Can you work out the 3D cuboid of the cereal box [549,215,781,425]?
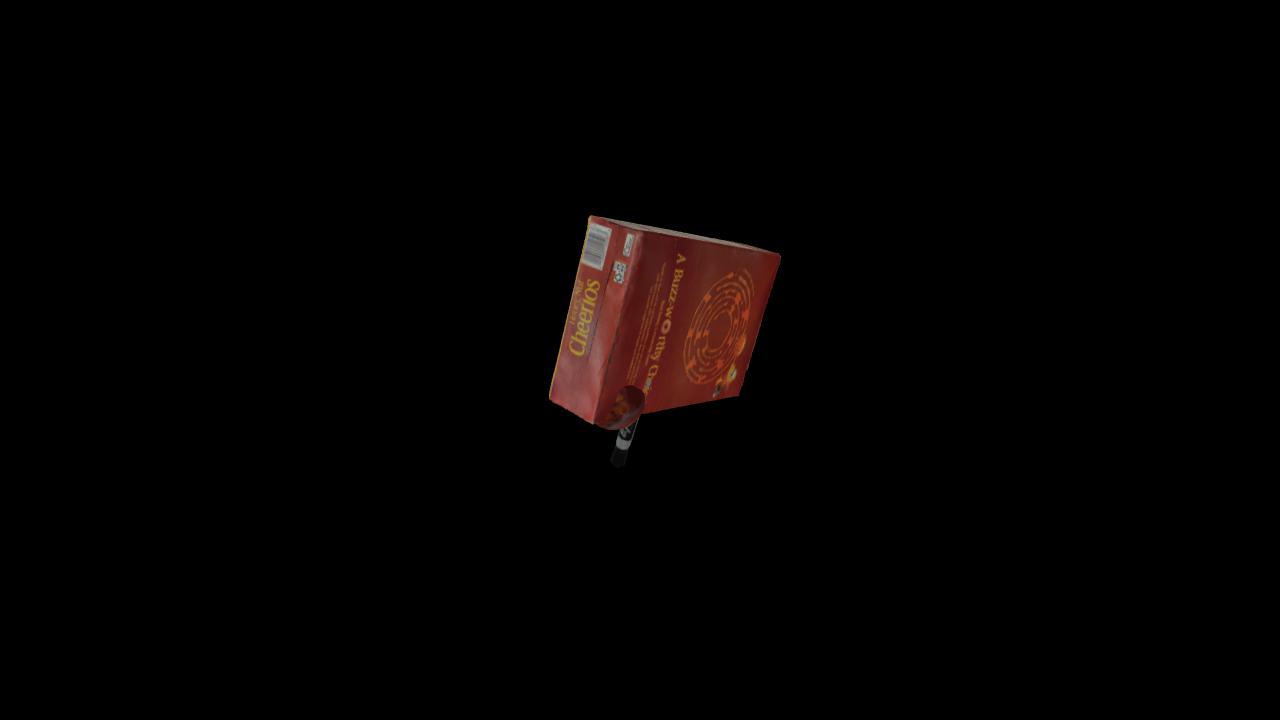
[{"bbox_3d":[0.044,-0.047,0.725,0.081,0.203,0.306,25,19,34],"label":"cereal box"}]

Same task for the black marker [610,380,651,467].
[{"bbox_3d":[-0.012,0.070,0.686,0.020,0.121,0.020,14,25,-7],"label":"black marker"}]

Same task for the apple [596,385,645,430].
[{"bbox_3d":[-0.030,0.038,0.668,0.079,0.079,0.093,0,6,2],"label":"apple"}]
